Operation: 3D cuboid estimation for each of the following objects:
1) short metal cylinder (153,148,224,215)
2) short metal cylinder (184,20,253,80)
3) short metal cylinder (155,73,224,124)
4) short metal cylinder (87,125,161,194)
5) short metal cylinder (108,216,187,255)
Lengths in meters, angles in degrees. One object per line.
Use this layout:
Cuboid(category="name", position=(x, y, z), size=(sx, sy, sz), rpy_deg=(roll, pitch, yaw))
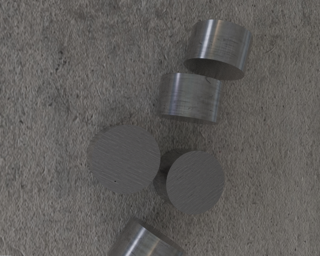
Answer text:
Cuboid(category="short metal cylinder", position=(0.037, 0.068, 0.409), size=(0.081, 0.050, 0.080), rpy_deg=(0, 90, -20))
Cuboid(category="short metal cylinder", position=(0.076, -0.100, 0.407), size=(0.081, 0.080, 0.050), rpy_deg=(16, 85, -19))
Cuboid(category="short metal cylinder", position=(0.038, -0.035, 0.393), size=(0.081, 0.080, 0.050), rpy_deg=(10, 87, -20))
Cuboid(category="short metal cylinder", position=(-0.046, 0.036, 0.379), size=(0.081, 0.050, 0.080), rpy_deg=(0, 90, -20))
Cuboid(category="short metal cylinder", position=(-0.015, 0.150, 0.374), size=(0.080, 0.080, 0.050), rpy_deg=(37, 78, -17))
